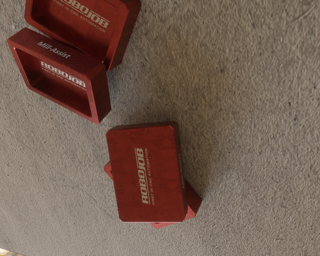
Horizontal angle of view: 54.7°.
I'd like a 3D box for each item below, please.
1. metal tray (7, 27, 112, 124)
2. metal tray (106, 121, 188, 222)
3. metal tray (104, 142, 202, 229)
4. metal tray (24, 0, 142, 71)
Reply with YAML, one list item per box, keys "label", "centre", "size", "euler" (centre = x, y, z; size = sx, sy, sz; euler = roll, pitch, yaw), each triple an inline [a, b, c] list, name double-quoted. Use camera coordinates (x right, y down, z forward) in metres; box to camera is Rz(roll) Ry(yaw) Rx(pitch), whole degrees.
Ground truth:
- label: "metal tray"
  centre: [-0.129, -0.067, 0.406]
  size: [0.130, 0.030, 0.090]
  euler: [26, 146, 16]
- label: "metal tray"
  centre: [-0.016, 0.060, 0.413]
  size: [0.090, 0.030, 0.129]
  euler: [-5, 101, 14]
- label: "metal tray"
  centre: [-0.011, 0.085, 0.461]
  size: [0.090, 0.030, 0.130]
  euler: [-32, 101, 38]
- label: "metal tray"
  centre: [-0.096, -0.138, 0.368]
  size: [0.130, 0.030, 0.089]
  euler: [33, 129, 6]
